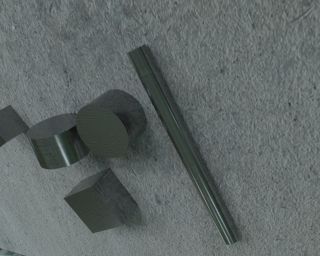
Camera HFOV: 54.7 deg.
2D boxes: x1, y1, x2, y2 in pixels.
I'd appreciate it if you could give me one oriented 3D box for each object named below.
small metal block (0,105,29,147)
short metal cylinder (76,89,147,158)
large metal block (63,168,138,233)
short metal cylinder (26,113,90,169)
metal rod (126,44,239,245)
[{"bbox_3d":[-0.264,-0.004,0.527,0.025,0.050,0.050,-28,103,37],"label":"small metal block"},{"bbox_3d":[-0.066,-0.006,0.422,0.080,0.050,0.079,13,124,21],"label":"short metal cylinder"},{"bbox_3d":[-0.099,0.123,0.519,0.080,0.050,0.080,-27,104,37],"label":"large metal block"},{"bbox_3d":[-0.148,0.018,0.461,0.080,0.080,0.050,1,119,28],"label":"short metal cylinder"},{"bbox_3d":[0.037,0.034,0.407,0.025,0.025,0.299,-15,111,34],"label":"metal rod"}]
